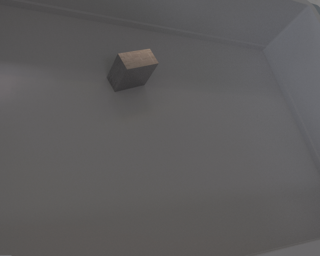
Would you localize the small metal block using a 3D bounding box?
[{"bbox_3d":[-0.037,-0.077,0.416,0.050,0.050,0.025,-19,72,-35],"label":"small metal block"}]
